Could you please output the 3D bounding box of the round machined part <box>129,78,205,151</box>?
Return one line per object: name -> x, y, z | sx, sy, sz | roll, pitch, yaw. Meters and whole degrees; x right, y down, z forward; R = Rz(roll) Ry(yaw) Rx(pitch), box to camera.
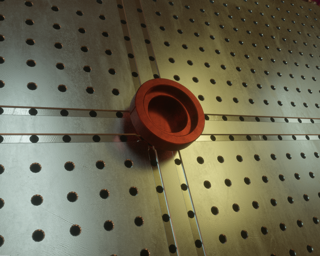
round machined part -> 0.006, -0.014, 0.407 | 0.099, 0.042, 0.098 | 13, 56, -21
